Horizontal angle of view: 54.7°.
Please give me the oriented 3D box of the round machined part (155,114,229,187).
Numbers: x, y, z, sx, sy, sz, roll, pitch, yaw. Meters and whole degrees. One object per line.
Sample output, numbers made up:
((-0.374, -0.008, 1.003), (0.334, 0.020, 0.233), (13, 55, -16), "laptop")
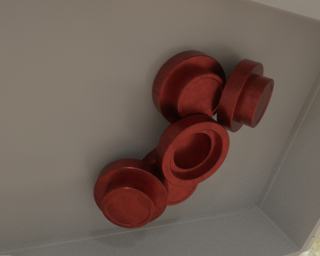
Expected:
((0.038, 0.025, 0.406), (0.099, 0.042, 0.097), (-14, 125, -21), "round machined part")

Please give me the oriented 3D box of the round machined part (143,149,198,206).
((0.017, 0.074, 0.453), (0.099, 0.042, 0.097), (-14, 125, -21), "round machined part")

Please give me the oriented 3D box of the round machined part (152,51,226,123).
((0.043, -0.044, 0.393), (0.099, 0.042, 0.097), (-14, 125, -21), "round machined part")

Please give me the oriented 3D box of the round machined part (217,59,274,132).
((0.117, -0.039, 0.410), (0.099, 0.042, 0.097), (-43, 146, -38), "round machined part")

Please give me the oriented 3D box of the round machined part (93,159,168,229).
((-0.039, 0.092, 0.405), (0.099, 0.042, 0.097), (2, 118, 4), "round machined part")
